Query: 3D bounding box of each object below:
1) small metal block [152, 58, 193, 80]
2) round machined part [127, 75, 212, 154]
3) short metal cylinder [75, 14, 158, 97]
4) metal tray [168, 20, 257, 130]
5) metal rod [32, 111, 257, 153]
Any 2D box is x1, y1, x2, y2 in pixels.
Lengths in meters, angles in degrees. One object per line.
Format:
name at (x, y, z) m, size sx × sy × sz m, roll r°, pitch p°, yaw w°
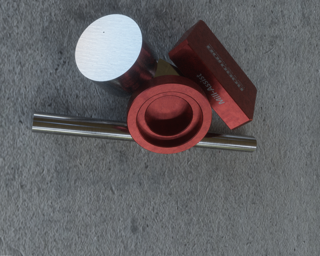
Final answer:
small metal block at (0.008, -0.062, 0.398) m, size 0.050 × 0.050 × 0.025 m, roll 25°, pitch 82°, yaw -19°
round machined part at (0.010, -0.019, 0.372) m, size 0.099 × 0.042 × 0.097 m, roll -3°, pitch 124°, yaw -4°
short metal cylinder at (-0.049, -0.082, 0.358) m, size 0.080 × 0.050 × 0.080 m, roll -5°, pitch 74°, yaw 18°
metal tray at (0.075, -0.071, 0.408) m, size 0.130 × 0.030 × 0.090 m, roll 47°, pitch 37°, yaw -14°
metal rod at (-0.005, 0.008, 0.409) m, size 0.302 × 0.025 × 0.025 m, roll 6°, pitch 88°, yaw -20°
